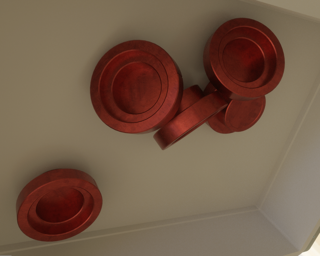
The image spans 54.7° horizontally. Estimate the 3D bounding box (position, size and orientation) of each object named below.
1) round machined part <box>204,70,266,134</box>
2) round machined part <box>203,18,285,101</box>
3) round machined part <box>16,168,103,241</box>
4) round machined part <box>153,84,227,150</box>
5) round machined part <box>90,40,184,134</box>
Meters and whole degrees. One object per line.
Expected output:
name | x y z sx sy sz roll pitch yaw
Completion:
round machined part | 0.109 -0.033 0.439 0.099 0.042 0.097 -14 125 -21
round machined part | 0.099 -0.081 0.383 0.099 0.042 0.097 2 82 -14
round machined part | -0.125 0.090 0.386 0.099 0.042 0.097 -14 125 -21
round machined part | 0.031 -0.017 0.384 0.098 0.042 0.098 -35 174 -4
round machined part | -0.022 -0.042 0.337 0.098 0.098 0.042 -51 164 8
